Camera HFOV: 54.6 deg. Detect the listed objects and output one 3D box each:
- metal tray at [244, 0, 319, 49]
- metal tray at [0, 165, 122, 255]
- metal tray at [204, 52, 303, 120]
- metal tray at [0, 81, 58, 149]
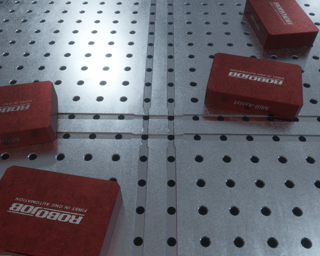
[{"bbox_3d":[0.219,-0.199,0.573,0.091,0.030,0.130,-5,50,-5],"label":"metal tray"},{"bbox_3d":[-0.114,0.093,0.326,0.131,0.030,0.090,8,50,6],"label":"metal tray"},{"bbox_3d":[0.139,-0.065,0.460,0.130,0.030,0.090,11,51,9],"label":"metal tray"},{"bbox_3d":[-0.209,-0.016,0.417,0.131,0.030,0.090,-8,51,-7],"label":"metal tray"}]
